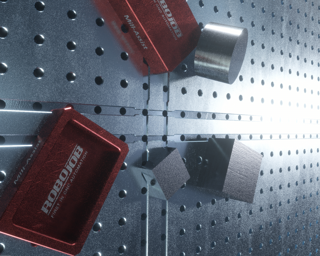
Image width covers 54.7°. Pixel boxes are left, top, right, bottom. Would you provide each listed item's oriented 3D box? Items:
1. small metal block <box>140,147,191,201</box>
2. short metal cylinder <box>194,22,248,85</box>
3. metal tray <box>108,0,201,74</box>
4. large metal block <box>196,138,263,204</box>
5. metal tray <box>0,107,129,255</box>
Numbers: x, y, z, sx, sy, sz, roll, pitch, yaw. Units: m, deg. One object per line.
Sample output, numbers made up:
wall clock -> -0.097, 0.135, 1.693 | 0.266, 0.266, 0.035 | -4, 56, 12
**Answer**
small metal block -> 0.008, 0.061, 0.418 | 0.050, 0.025, 0.050 | -39, 114, -33
short metal cylinder -> 0.089, -0.108, 0.448 | 0.080, 0.050, 0.079 | -49, 149, -43
metal tray -> -0.003, -0.148, 0.405 | 0.090, 0.030, 0.130 | -49, 119, -29
large metal block -> 0.112, 0.067, 0.490 | 0.080, 0.050, 0.080 | 27, 73, -37
metal tray -> -0.098, 0.055, 0.324 | 0.090, 0.030, 0.130 | 38, 67, -34
